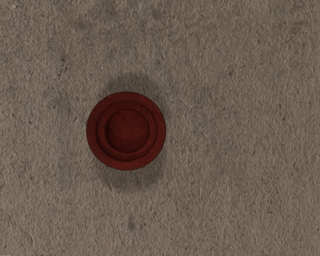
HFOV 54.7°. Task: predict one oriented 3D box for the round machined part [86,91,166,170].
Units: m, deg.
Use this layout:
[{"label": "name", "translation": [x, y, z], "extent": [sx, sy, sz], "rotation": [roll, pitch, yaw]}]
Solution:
[{"label": "round machined part", "translation": [-0.042, 0.003, 0.401], "extent": [0.099, 0.042, 0.097], "rotation": [0, 90, -1]}]
